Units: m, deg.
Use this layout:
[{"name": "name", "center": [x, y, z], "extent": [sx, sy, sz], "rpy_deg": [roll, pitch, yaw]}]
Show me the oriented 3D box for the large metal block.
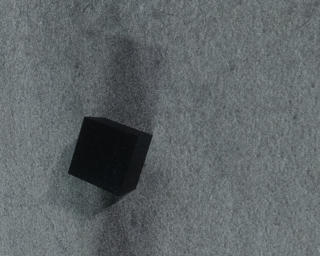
[{"name": "large metal block", "center": [-0.066, 0.035, 0.418], "extent": [0.080, 0.050, 0.080], "rpy_deg": [20, 96, 18]}]
